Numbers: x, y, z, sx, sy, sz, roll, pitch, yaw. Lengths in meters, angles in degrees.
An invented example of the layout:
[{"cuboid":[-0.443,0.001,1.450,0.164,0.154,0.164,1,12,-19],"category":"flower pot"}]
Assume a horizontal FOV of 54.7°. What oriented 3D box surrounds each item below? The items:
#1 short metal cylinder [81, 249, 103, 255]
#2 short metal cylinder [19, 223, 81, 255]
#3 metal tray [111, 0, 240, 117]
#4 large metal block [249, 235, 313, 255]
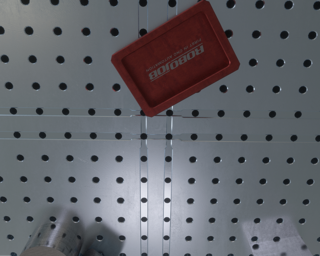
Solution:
[{"cuboid":[-0.106,0.233,0.469,0.050,0.080,0.080,43,105,-14],"category":"short metal cylinder"},{"cuboid":[-0.166,0.194,0.470,0.081,0.050,0.079,0,110,0],"category":"short metal cylinder"},{"cuboid":[0.019,-0.083,0.380,0.130,0.030,0.090,-29,108,10],"category":"metal tray"},{"cuboid":[0.192,0.224,0.484,0.080,0.050,0.079,-12,110,4],"category":"large metal block"}]
